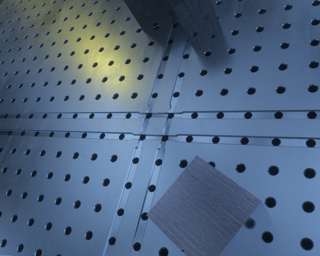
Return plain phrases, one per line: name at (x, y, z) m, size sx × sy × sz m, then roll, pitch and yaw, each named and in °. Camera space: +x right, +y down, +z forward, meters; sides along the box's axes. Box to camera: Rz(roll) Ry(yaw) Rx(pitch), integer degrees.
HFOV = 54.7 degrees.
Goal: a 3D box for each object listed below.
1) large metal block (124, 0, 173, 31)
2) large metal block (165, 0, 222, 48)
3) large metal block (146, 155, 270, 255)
large metal block at (-0.012, -0.221, 0.513) m, size 0.080 × 0.080 × 0.050 m, roll -19°, pitch 55°, yaw 17°
large metal block at (0.043, -0.182, 0.461) m, size 0.050 × 0.080 × 0.080 m, roll -29°, pitch 52°, yaw 9°
large metal block at (0.048, 0.088, 0.312) m, size 0.080 × 0.050 × 0.080 m, roll -49°, pitch 52°, yaw -7°
